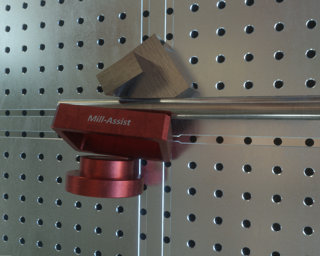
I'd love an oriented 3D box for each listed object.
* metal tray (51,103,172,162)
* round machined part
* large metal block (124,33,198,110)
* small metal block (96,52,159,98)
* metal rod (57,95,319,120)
[{"bbox_3d":[-0.052,0.008,0.379,0.131,0.090,0.030,6,68,7],"label":"metal tray"},{"bbox_3d":[-0.069,0.059,0.397,0.098,0.098,0.042,4,88,19],"label":"round machined part"},{"bbox_3d":[-0.010,-0.060,0.402,0.080,0.050,0.080,-34,79,16],"label":"large metal block"},{"bbox_3d":[-0.036,-0.059,0.358,0.050,0.050,0.025,-29,81,17],"label":"small metal block"},{"bbox_3d":[0.016,-0.022,0.353,0.301,0.025,0.025,1,91,19],"label":"metal rod"}]
